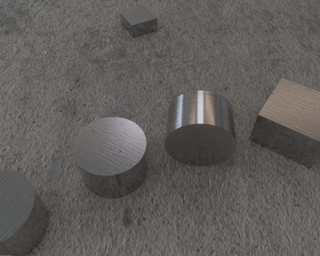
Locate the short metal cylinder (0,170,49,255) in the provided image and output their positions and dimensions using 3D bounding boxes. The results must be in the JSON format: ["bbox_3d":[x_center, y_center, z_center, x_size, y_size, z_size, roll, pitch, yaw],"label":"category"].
[{"bbox_3d":[-0.160,0.089,0.311,0.081,0.050,0.080,0,50,0],"label":"short metal cylinder"}]

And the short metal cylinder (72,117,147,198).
[{"bbox_3d":[-0.055,0.034,0.358,0.081,0.050,0.080,0,50,0],"label":"short metal cylinder"}]

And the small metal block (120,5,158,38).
[{"bbox_3d":[-0.039,-0.195,0.567,0.050,0.025,0.050,-23,54,-18],"label":"small metal block"}]

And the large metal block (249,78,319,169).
[{"bbox_3d":[0.173,-0.008,0.395,0.080,0.050,0.080,28,55,21],"label":"large metal block"}]

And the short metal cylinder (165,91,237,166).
[{"bbox_3d":[0.048,0.002,0.366,0.080,0.080,0.050,4,50,3],"label":"short metal cylinder"}]
